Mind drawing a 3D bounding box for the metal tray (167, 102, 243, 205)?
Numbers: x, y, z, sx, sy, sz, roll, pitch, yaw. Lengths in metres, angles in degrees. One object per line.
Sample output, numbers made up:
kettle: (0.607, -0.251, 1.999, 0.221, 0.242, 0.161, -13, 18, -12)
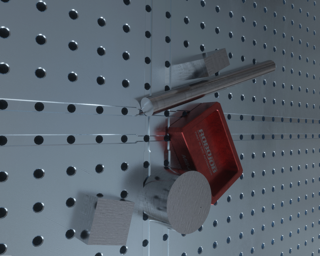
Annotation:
metal tray: (0.072, 0.037, 0.465, 0.091, 0.030, 0.129, -35, 112, -34)

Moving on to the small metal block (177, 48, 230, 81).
small metal block: (0.063, -0.091, 0.445, 0.050, 0.050, 0.025, -32, 110, -35)

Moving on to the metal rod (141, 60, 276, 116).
metal rod: (0.094, -0.071, 0.487, 0.302, 0.025, 0.025, -22, 104, -38)

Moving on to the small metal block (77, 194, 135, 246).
small metal block: (-0.061, 0.106, 0.358, 0.050, 0.025, 0.050, 19, 78, -38)

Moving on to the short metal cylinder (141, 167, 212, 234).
short metal cylinder: (0.023, 0.094, 0.412, 0.081, 0.050, 0.080, 0, 90, -40)
